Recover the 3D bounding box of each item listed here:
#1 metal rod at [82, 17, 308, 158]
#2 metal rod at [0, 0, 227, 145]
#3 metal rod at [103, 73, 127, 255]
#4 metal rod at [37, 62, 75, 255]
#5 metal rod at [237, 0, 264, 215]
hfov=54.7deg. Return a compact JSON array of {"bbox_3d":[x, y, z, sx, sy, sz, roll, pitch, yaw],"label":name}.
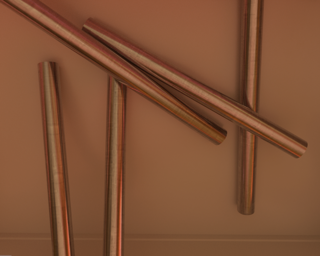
[{"bbox_3d":[0.044,-0.046,0.376,0.301,0.025,0.025,29,108,-4],"label":"metal rod"},{"bbox_3d":[-0.038,-0.063,0.365,0.301,0.025,0.025,32,107,-20],"label":"metal rod"},{"bbox_3d":[-0.055,0.080,0.374,0.025,0.025,0.298,1,85,0],"label":"metal rod"},{"bbox_3d":[-0.122,0.069,0.372,0.025,0.025,0.298,-6,86,2],"label":"metal rod"},{"bbox_3d":[0.117,-0.018,0.405,0.025,0.025,0.298,-4,110,1],"label":"metal rod"}]
